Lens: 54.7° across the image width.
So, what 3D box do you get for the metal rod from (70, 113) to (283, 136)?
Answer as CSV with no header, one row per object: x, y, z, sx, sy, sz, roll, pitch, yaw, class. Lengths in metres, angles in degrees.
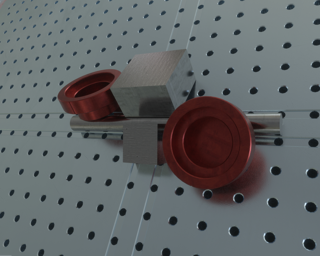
0.001,-0.006,0.412,0.300,0.025,0.025,1,62,28,metal rod

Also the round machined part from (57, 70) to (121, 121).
-0.096,-0.046,0.460,0.098,0.042,0.098,-13,32,8,round machined part

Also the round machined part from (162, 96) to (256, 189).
0.056,0.016,0.342,0.098,0.042,0.097,-2,86,28,round machined part

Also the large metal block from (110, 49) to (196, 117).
-0.006,-0.060,0.418,0.080,0.050,0.080,1,44,28,large metal block

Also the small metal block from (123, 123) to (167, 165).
-0.019,0.019,0.394,0.050,0.025,0.050,1,91,28,small metal block
